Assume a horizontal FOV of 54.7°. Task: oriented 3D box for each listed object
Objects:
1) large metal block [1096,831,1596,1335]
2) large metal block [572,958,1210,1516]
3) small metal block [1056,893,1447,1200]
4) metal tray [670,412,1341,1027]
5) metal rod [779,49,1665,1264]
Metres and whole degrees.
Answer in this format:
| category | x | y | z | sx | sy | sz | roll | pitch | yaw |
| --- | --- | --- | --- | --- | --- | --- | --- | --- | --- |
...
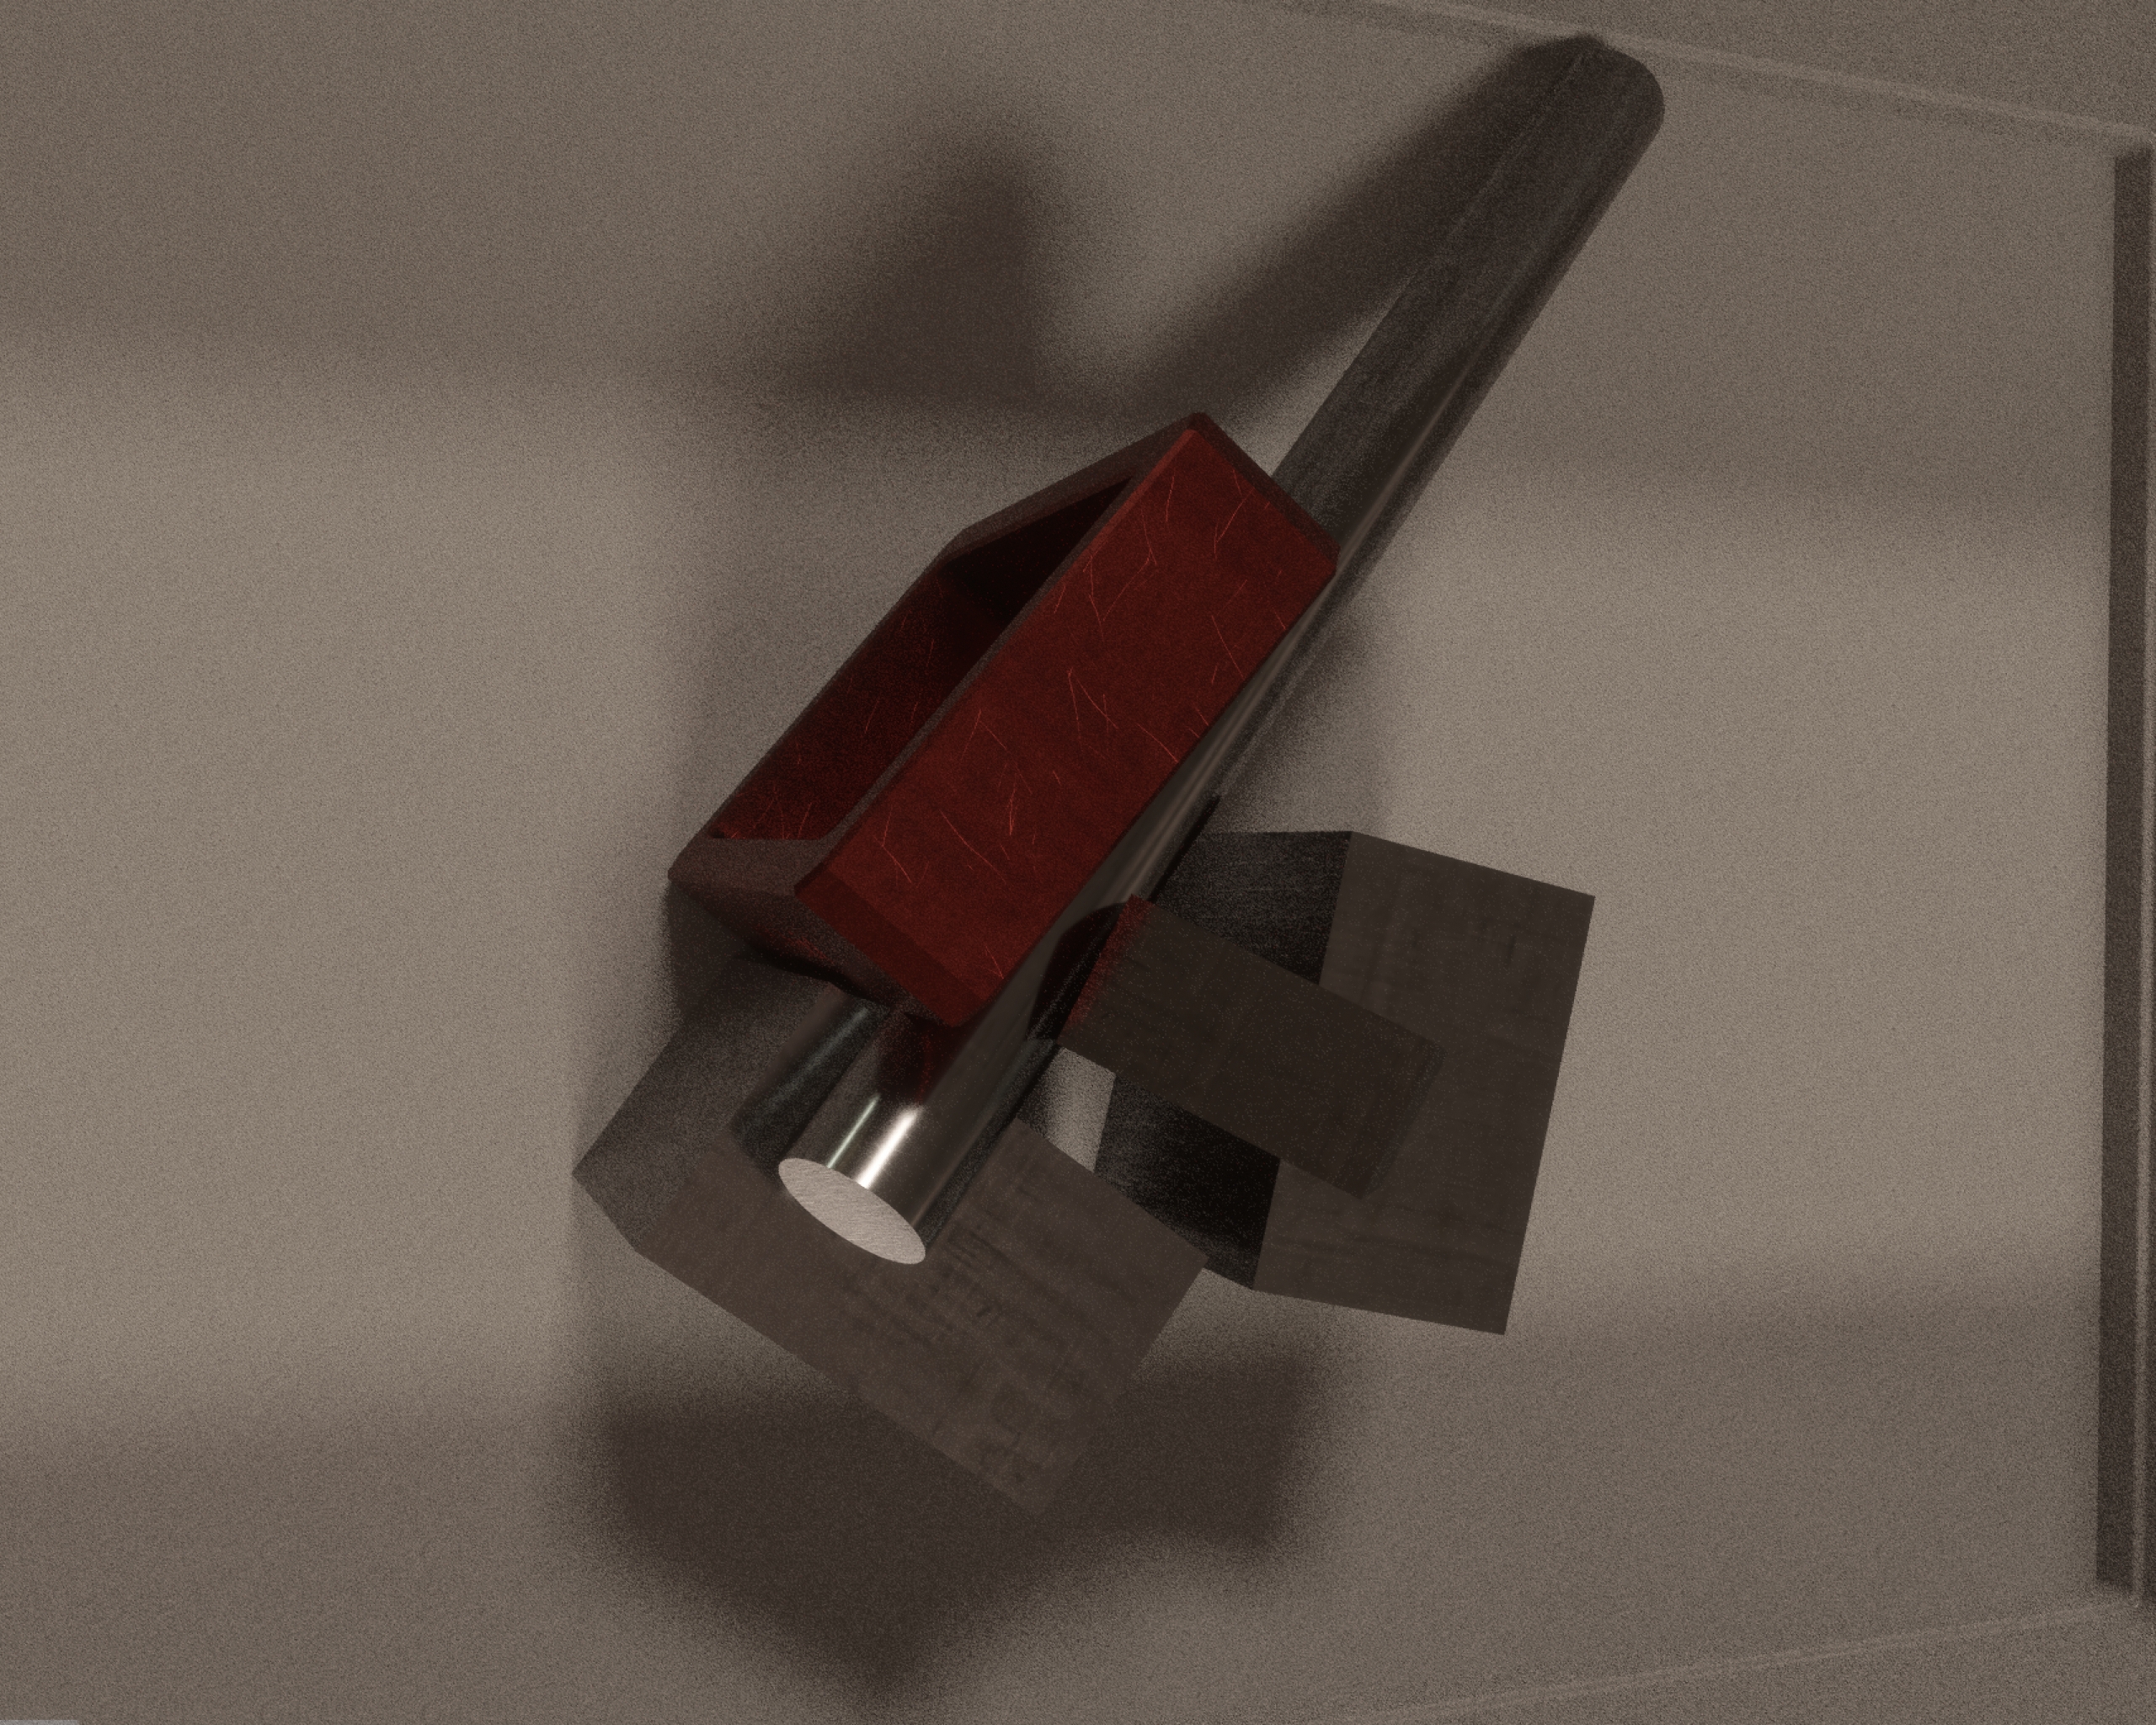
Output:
| category | x | y | z | sx | sy | sz | roll | pitch | yaw |
| --- | --- | --- | --- | --- | --- | --- | --- | --- | --- |
| large metal block | 0.047 | 0.039 | 0.400 | 0.050 | 0.080 | 0.080 | 14 | 85 | -20 |
| large metal block | -0.036 | 0.062 | 0.369 | 0.080 | 0.080 | 0.050 | 38 | 78 | -17 |
| small metal block | 0.029 | 0.029 | 0.329 | 0.050 | 0.050 | 0.025 | 26 | 89 | 13 |
| metal tray | -0.019 | -0.021 | 0.346 | 0.030 | 0.130 | 0.090 | 42 | 78 | -15 |
| metal rod | 0.041 | -0.057 | 0.377 | 0.025 | 0.025 | 0.301 | 43 | 59 | -15 |
